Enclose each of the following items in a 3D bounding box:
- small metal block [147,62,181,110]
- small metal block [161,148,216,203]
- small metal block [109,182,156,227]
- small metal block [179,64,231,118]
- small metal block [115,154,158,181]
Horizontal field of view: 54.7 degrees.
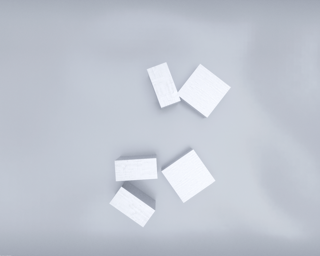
[{"bbox_3d":[0.005,-0.052,0.399,0.025,0.050,0.050,-21,90,0],"label":"small metal block"},{"bbox_3d":[0.037,0.062,0.412,0.050,0.025,0.050,-35,90,0],"label":"small metal block"},{"bbox_3d":[-0.034,0.095,0.399,0.050,0.050,0.025,35,90,-1],"label":"small metal block"},{"bbox_3d":[0.056,-0.048,0.412,0.050,0.025,0.050,38,90,-1],"label":"small metal block"},{"bbox_3d":[-0.029,0.050,0.399,0.050,0.050,0.025,-3,90,-1],"label":"small metal block"}]
